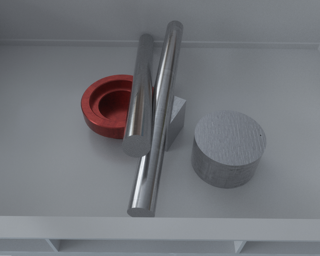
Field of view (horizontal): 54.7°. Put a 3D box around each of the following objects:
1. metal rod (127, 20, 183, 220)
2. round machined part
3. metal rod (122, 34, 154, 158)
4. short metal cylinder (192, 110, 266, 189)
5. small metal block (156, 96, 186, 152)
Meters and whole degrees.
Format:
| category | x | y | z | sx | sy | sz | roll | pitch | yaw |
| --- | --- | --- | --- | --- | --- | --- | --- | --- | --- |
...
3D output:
| category | x | y | z | sx | sy | sz | roll | pitch | yaw |
| --- | --- | --- | --- | --- | --- | --- | --- | --- | --- |
| metal rod | 0.003 | -0.037 | 0.371 | 0.025 | 0.025 | 0.300 | 6 | 50 | 5 |
| round machined part | -0.052 | -0.024 | 0.413 | 0.099 | 0.042 | 0.098 | 0 | 50 | 0 |
| metal rod | -0.022 | -0.065 | 0.397 | 0.025 | 0.025 | 0.300 | 0 | 33 | 0 |
| short metal cylinder | 0.079 | 0.025 | 0.369 | 0.081 | 0.050 | 0.080 | 0 | 50 | 0 |
| small metal block | 0.010 | -0.007 | 0.395 | 0.025 | 0.050 | 0.050 | 23 | 54 | 17 |
